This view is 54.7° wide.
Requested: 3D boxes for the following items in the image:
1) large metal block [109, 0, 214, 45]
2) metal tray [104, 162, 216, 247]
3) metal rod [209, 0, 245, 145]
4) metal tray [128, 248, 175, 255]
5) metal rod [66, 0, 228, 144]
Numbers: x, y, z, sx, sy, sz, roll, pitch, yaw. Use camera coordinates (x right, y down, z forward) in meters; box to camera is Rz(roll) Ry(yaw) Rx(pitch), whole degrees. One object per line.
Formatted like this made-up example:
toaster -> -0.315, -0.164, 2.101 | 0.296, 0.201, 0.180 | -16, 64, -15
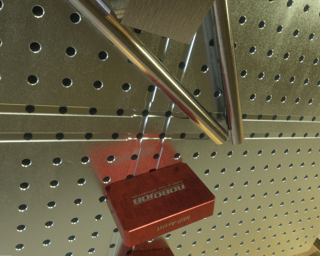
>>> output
large metal block -> 0.007, -0.138, 0.301 | 0.081, 0.050, 0.079 | 7, 131, -32
metal tray -> -0.001, 0.101, 0.432 | 0.131, 0.090, 0.030 | -14, 125, -21
metal rod -> 0.084, -0.095, 0.400 | 0.025, 0.025, 0.299 | -27, 128, -12
metal tray -> -0.032, 0.282, 0.566 | 0.091, 0.030, 0.129 | 9, 114, -33
metal rod -> 0.004, -0.060, 0.377 | 0.025, 0.025, 0.301 | -47, 130, 4
